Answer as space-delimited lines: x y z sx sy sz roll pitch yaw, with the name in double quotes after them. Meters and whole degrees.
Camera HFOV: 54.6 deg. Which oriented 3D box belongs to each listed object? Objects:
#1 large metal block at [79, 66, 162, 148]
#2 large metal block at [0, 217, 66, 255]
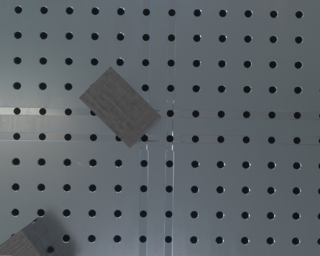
-0.044 -0.023 0.386 0.080 0.080 0.050 45 90 0 "large metal block"
-0.176 0.178 0.400 0.080 0.050 0.080 -36 90 0 "large metal block"
